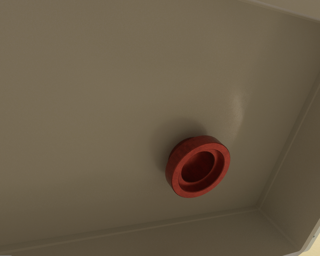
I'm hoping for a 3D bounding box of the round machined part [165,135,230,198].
[{"bbox_3d":[0.051,0.053,0.460,0.099,0.042,0.097,-14,125,-21],"label":"round machined part"}]
